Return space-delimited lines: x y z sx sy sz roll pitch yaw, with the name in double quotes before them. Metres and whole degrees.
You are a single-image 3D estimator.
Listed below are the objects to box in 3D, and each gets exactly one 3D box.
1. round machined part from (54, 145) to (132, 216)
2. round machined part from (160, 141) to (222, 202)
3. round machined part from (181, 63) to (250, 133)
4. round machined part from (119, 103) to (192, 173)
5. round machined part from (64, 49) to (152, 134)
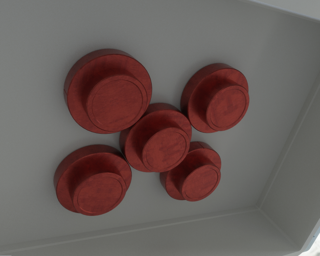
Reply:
"round machined part" -0.082 0.073 0.398 0.099 0.042 0.097 -14 125 -21
"round machined part" 0.053 0.073 0.472 0.099 0.042 0.097 -14 125 -21
"round machined part" 0.081 -0.035 0.421 0.099 0.042 0.097 -14 125 -21
"round machined part" 0.000 0.020 0.409 0.099 0.042 0.097 -14 125 -21
"round machined part" -0.053 -0.035 0.346 0.099 0.042 0.097 -14 125 -21
